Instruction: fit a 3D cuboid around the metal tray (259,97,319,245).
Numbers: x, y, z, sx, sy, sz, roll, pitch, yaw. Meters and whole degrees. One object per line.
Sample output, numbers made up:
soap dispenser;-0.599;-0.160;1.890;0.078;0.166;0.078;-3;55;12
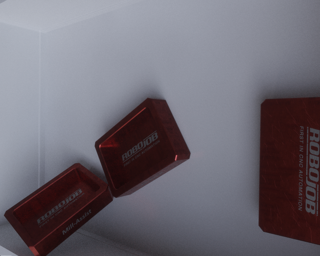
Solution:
metal tray;0.142;0.037;0.286;0.090;0.030;0.129;1;91;39

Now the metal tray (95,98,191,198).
metal tray;-0.030;0.030;0.425;0.130;0.030;0.090;-37;68;33

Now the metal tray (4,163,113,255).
metal tray;-0.147;0.115;0.458;0.090;0.131;0.030;25;140;38
